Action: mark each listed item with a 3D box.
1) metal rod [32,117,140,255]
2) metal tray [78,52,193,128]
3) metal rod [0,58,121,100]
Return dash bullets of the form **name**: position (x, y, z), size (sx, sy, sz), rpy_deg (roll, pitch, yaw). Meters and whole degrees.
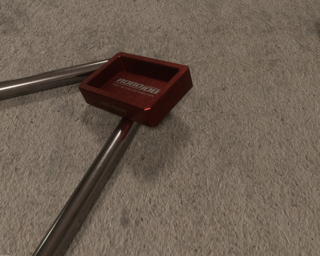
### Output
- **metal rod**: position (-0.055, 0.022, 0.383), size (0.025, 0.025, 0.301), rpy_deg (18, 52, 14)
- **metal tray**: position (-0.034, -0.057, 0.416), size (0.130, 0.030, 0.090), rpy_deg (20, 55, 34)
- **metal rod**: position (-0.205, -0.060, 0.451), size (0.302, 0.025, 0.025), rpy_deg (-16, 52, -13)
